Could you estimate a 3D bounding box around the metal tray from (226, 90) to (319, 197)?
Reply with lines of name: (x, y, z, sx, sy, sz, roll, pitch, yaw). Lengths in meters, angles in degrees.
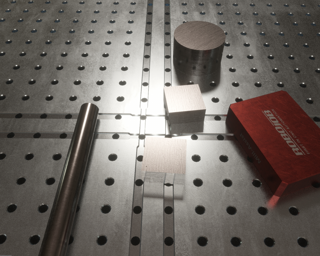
metal tray: (0.155, 0.013, 0.395, 0.091, 0.030, 0.130, -15, 52, -13)

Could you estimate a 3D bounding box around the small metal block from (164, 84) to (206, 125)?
small metal block: (0.033, -0.034, 0.437, 0.050, 0.025, 0.050, -6, 50, -5)

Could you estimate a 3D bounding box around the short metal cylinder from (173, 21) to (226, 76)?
short metal cylinder: (0.062, -0.129, 0.501, 0.081, 0.050, 0.080, 0, 50, 0)

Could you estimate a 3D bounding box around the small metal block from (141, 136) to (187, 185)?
small metal block: (0.006, 0.039, 0.375, 0.050, 0.025, 0.050, 4, 50, 3)

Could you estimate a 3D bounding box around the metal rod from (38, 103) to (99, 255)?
metal rod: (-0.103, 0.089, 0.331, 0.025, 0.025, 0.300, 2, 50, 1)
